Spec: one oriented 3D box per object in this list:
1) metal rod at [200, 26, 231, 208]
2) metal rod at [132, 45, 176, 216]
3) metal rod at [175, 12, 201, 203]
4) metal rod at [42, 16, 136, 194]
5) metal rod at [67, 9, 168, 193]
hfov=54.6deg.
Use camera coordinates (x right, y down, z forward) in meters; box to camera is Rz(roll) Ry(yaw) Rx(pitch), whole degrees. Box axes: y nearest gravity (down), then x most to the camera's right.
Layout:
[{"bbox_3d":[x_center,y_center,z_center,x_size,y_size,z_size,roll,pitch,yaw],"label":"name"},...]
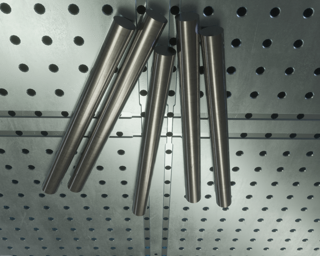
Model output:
[{"bbox_3d":[0.080,0.010,0.420,0.025,0.025,0.299,-8,130,6],"label":"metal rod"},{"bbox_3d":[-0.015,0.028,0.435,0.025,0.025,0.298,6,130,-5],"label":"metal rod"},{"bbox_3d":[0.041,0.000,0.412,0.025,0.025,0.298,-4,130,3],"label":"metal rod"},{"bbox_3d":[-0.105,-0.007,0.404,0.025,0.025,0.298,22,127,-17],"label":"metal rod"},{"bbox_3d":[-0.068,-0.011,0.402,0.025,0.025,0.298,20,127,-16],"label":"metal rod"}]
